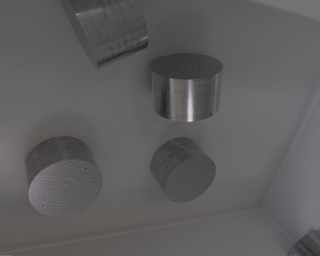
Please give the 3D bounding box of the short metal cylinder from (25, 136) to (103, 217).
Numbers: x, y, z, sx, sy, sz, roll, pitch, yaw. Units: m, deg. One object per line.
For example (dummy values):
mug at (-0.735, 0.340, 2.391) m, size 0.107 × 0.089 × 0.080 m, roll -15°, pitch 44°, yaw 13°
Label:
short metal cylinder at (-0.114, 0.056, 0.365) m, size 0.081 × 0.050 × 0.079 m, roll -14°, pitch 124°, yaw -21°

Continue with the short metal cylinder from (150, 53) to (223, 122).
short metal cylinder at (0.030, -0.049, 0.359) m, size 0.081 × 0.080 × 0.050 m, roll -15°, pitch 125°, yaw -20°

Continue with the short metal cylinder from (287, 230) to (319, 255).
short metal cylinder at (0.263, 0.220, 0.519) m, size 0.081 × 0.050 × 0.079 m, roll -14°, pitch 124°, yaw -21°

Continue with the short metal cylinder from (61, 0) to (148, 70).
short metal cylinder at (-0.052, -0.100, 0.282) m, size 0.050 × 0.080 × 0.080 m, roll -28°, pitch 128°, yaw -11°

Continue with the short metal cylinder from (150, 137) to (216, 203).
short metal cylinder at (0.033, 0.060, 0.447) m, size 0.081 × 0.050 × 0.079 m, roll -14°, pitch 124°, yaw -21°
